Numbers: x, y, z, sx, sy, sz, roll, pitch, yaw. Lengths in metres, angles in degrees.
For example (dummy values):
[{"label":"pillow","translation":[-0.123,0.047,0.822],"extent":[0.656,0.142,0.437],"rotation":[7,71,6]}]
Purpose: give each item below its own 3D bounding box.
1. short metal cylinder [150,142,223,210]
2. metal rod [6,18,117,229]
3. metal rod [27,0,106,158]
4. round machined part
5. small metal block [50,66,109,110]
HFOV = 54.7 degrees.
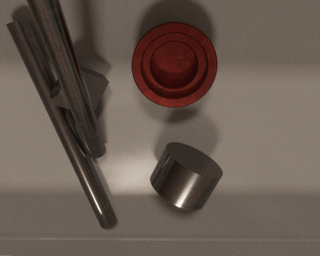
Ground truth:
[{"label":"short metal cylinder","translation":[0.034,0.061,0.405],"extent":[0.080,0.080,0.050],"rotation":[23,108,-9]},{"label":"metal rod","translation":[-0.122,0.009,0.412],"extent":[0.025,0.025,0.298],"rotation":[-17,110,6]},{"label":"metal rod","translation":[-0.094,-0.064,0.310],"extent":[0.025,0.025,0.298],"rotation":[-4,140,1]},{"label":"round machined part","translation":[0.017,-0.077,0.374],"extent":[0.099,0.042,0.097],"rotation":[0,110,-1]},{"label":"small metal block","translation":[-0.099,-0.048,0.380],"extent":[0.050,0.025,0.050],"rotation":[19,108,-37]}]
